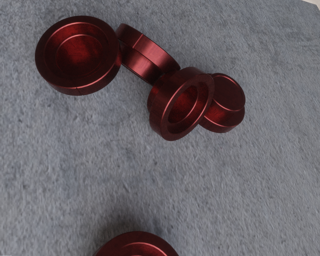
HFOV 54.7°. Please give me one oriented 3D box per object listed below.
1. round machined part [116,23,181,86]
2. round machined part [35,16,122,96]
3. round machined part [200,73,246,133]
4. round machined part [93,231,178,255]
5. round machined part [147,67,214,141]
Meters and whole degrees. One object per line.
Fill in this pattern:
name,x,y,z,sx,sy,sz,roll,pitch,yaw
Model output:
round machined part,-0.024,-0.092,0.415,0.098,0.098,0.042,36,93,-5
round machined part,-0.094,-0.083,0.375,0.099,0.042,0.098,-1,71,4
round machined part,0.090,-0.045,0.471,0.099,0.042,0.098,14,56,-21
round machined part,-0.026,0.151,0.288,0.099,0.042,0.098,14,56,-21
round machined part,0.022,-0.035,0.399,0.099,0.097,0.042,-26,51,-37
